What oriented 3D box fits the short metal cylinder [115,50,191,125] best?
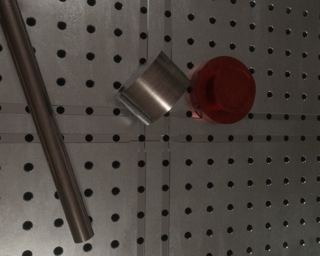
[{"bbox_3d":[-0.009,-0.050,0.381,0.050,0.080,0.080,43,76,-15],"label":"short metal cylinder"}]

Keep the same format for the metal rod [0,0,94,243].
[{"bbox_3d":[-0.134,-0.008,0.363,0.025,0.025,0.298,-19,97,-19],"label":"metal rod"}]

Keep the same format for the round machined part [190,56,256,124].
[{"bbox_3d":[0.096,-0.054,0.440,0.099,0.042,0.097,0,90,-21],"label":"round machined part"}]
